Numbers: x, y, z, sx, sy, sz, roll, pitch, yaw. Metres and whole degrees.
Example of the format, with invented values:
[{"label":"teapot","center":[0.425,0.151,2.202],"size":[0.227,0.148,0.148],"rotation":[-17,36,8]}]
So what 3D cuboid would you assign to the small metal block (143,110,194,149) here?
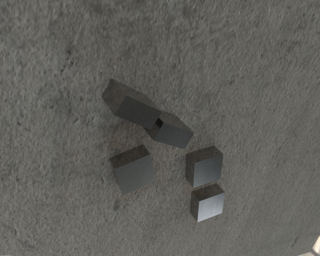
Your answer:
[{"label":"small metal block","center":[0.007,-0.001,0.395],"size":[0.050,0.050,0.025],"rotation":[18,109,-36]}]

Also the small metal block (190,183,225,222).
[{"label":"small metal block","center":[0.081,0.129,0.533],"size":[0.050,0.025,0.050],"rotation":[-14,124,-21]}]

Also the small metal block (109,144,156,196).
[{"label":"small metal block","center":[-0.037,0.057,0.424],"size":[0.050,0.025,0.050],"rotation":[-22,127,-16]}]

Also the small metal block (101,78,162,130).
[{"label":"small metal block","center":[-0.033,-0.028,0.357],"size":[0.050,0.050,0.025],"rotation":[23,106,-37]}]

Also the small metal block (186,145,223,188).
[{"label":"small metal block","center":[0.069,0.060,0.484],"size":[0.050,0.025,0.050],"rotation":[-15,125,-21]}]
